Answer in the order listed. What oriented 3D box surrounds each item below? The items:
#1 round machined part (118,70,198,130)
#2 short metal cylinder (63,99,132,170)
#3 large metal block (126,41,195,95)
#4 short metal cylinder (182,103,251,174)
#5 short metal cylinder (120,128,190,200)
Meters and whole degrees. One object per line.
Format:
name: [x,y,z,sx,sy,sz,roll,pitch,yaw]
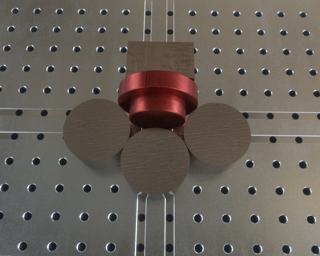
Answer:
round machined part: [-0.003,-0.028,0.381,0.099,0.098,0.042,2,70,0]
short metal cylinder: [-0.076,0.009,0.395,0.081,0.050,0.080,0,70,0]
large metal block: [0.001,-0.069,0.407,0.081,0.080,0.050,1,70,0]
short metal cylinder: [0.069,0.014,0.394,0.081,0.050,0.080,0,70,0]
short metal cylinder: [-0.005,0.045,0.382,0.081,0.050,0.080,0,70,0]
